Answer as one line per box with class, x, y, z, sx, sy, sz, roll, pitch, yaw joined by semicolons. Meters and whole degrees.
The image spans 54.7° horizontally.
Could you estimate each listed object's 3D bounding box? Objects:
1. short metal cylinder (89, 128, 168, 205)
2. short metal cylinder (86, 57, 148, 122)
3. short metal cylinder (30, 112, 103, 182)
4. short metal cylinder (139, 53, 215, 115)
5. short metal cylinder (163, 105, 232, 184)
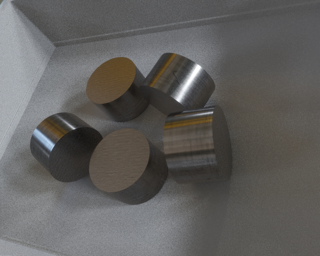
short metal cylinder;-0.038;0.047;0.377;0.080;0.050;0.080;-13;56;20
short metal cylinder;-0.059;-0.056;0.451;0.080;0.050;0.080;-13;56;20
short metal cylinder;-0.123;0.025;0.415;0.050;0.080;0.080;30;78;37
short metal cylinder;0.021;-0.048;0.387;0.080;0.080;0.050;24;75;36
short metal cylinder;0.043;0.019;0.333;0.050;0.080;0.080;-9;58;23
